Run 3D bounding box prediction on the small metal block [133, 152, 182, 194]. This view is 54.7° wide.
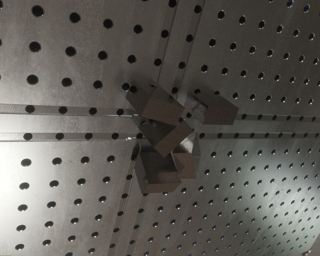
[{"bbox_3d":[-0.005,0.061,0.428,0.050,0.050,0.025,3,139,-30],"label":"small metal block"}]

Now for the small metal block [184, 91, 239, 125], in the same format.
[{"bbox_3d":[0.068,-0.027,0.418,0.050,0.050,0.025,1,118,-29],"label":"small metal block"}]

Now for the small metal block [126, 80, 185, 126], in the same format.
[{"bbox_3d":[-0.006,-0.030,0.374,0.050,0.050,0.025,15,111,-35],"label":"small metal block"}]

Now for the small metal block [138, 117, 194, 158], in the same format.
[{"bbox_3d":[0.007,0.002,0.401,0.050,0.050,0.025,-42,130,1],"label":"small metal block"}]

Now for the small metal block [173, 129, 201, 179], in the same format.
[{"bbox_3d":[0.039,0.036,0.438,0.025,0.050,0.050,-2,129,17],"label":"small metal block"}]
